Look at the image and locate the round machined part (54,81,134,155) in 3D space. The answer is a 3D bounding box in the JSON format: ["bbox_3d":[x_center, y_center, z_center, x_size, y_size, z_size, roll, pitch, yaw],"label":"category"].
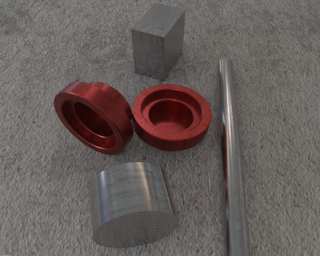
[{"bbox_3d":[-0.073,-0.016,0.369,0.098,0.097,0.042,23,54,18],"label":"round machined part"}]

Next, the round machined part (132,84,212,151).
[{"bbox_3d":[0.013,-0.009,0.396,0.099,0.042,0.098,3,48,-4],"label":"round machined part"}]

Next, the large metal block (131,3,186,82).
[{"bbox_3d":[-0.001,-0.133,0.479,0.050,0.080,0.080,19,53,15],"label":"large metal block"}]

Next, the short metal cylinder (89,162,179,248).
[{"bbox_3d":[-0.027,0.077,0.303,0.081,0.080,0.050,-9,51,-8],"label":"short metal cylinder"}]

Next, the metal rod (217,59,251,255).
[{"bbox_3d":[0.088,0.016,0.390,0.025,0.025,0.300,4,50,3],"label":"metal rod"}]
